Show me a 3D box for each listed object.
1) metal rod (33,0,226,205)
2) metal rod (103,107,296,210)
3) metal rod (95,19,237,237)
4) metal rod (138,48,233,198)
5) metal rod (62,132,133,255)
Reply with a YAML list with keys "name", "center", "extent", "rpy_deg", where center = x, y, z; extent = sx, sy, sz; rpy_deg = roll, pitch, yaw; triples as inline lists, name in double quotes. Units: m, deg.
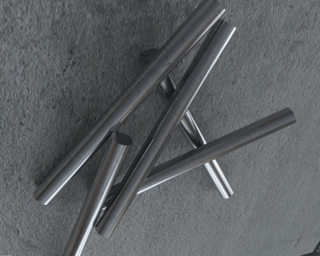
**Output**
- name: "metal rod"
  center: [-0.043, -0.021, 0.346]
  extent: [0.299, 0.025, 0.025]
  rpy_deg: [-46, 130, 13]
- name: "metal rod"
  center: [0.046, 0.044, 0.428]
  extent: [0.301, 0.025, 0.025]
  rpy_deg: [-24, 128, -2]
- name: "metal rod"
  center: [0.000, 0.010, 0.377]
  extent: [0.025, 0.025, 0.299]
  rpy_deg: [21, 105, -36]
- name: "metal rod"
  center: [0.051, 0.015, 0.443]
  extent: [0.025, 0.025, 0.300]
  rpy_deg: [-37, 129, -4]
- name: "metal rod"
  center: [-0.101, 0.131, 0.409]
  extent: [0.025, 0.025, 0.298]
  rpy_deg: [8, 122, -32]
